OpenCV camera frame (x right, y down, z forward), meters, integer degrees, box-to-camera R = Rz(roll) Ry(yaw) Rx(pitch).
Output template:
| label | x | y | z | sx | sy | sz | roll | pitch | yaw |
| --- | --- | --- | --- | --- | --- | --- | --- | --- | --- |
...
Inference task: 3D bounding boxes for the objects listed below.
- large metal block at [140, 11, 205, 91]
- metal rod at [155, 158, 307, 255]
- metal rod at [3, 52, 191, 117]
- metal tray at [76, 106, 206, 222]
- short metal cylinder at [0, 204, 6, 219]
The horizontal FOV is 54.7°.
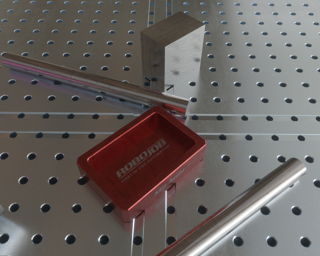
| label | x | y | z | sx | sy | sz | roll | pitch | yaw |
| --- | --- | --- | --- | --- | --- | --- | --- | --- | --- |
| large metal block | 0.019 | -0.117 | 0.470 | 0.080 | 0.080 | 0.050 | -36 | 59 | -26 |
| metal rod | 0.040 | 0.112 | 0.313 | 0.302 | 0.025 | 0.025 | -28 | 56 | -22 |
| metal rod | -0.102 | -0.069 | 0.464 | 0.301 | 0.025 | 0.025 | 16 | 52 | 13 |
| metal tray | -0.020 | 0.036 | 0.373 | 0.131 | 0.030 | 0.090 | -36 | 59 | -27 |
| short metal cylinder | -0.203 | 0.081 | 0.302 | 0.080 | 0.080 | 0.050 | 20 | 53 | 16 |
